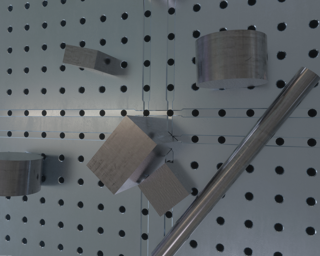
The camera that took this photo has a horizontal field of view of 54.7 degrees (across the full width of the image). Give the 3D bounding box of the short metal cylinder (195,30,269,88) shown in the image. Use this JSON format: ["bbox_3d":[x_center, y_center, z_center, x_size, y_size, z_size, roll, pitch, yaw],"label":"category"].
[{"bbox_3d":[0.081,-0.075,0.355,0.080,0.080,0.050,-2,90,20],"label":"short metal cylinder"}]

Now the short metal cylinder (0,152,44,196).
[{"bbox_3d":[-0.218,0.066,0.460,0.080,0.080,0.050,6,92,20],"label":"short metal cylinder"}]

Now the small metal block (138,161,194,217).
[{"bbox_3d":[0.008,0.080,0.410,0.050,0.025,0.050,-41,77,15],"label":"small metal block"}]

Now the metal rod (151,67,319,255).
[{"bbox_3d":[0.085,0.056,0.382,0.025,0.025,0.299,39,102,15],"label":"metal rod"}]

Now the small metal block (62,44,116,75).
[{"bbox_3d":[-0.098,-0.095,0.434,0.050,0.050,0.025,15,95,19],"label":"small metal block"}]

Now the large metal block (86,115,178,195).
[{"bbox_3d":[-0.032,0.031,0.395,0.050,0.080,0.080,43,104,15],"label":"large metal block"}]
